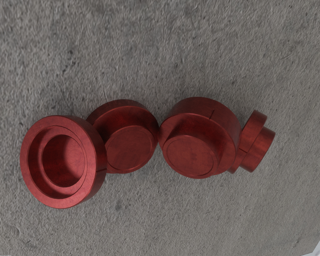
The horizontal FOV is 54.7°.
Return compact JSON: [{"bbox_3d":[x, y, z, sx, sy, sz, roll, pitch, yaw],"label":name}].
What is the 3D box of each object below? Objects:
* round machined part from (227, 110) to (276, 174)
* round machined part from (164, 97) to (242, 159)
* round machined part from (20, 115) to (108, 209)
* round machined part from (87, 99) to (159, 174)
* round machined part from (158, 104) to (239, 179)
[{"bbox_3d":[0.131,0.026,0.449,0.098,0.042,0.098,-55,167,-19],"label":"round machined part"},{"bbox_3d":[0.058,0.000,0.404,0.042,0.098,0.097,-57,145,-45],"label":"round machined part"},{"bbox_3d":[-0.099,0.035,0.339,0.098,0.098,0.042,-58,163,13],"label":"round machined part"},{"bbox_3d":[-0.044,0.017,0.382,0.099,0.042,0.097,-14,124,-21],"label":"round machined part"},{"bbox_3d":[0.042,0.023,0.372,0.042,0.098,0.097,-57,145,-45],"label":"round machined part"}]
